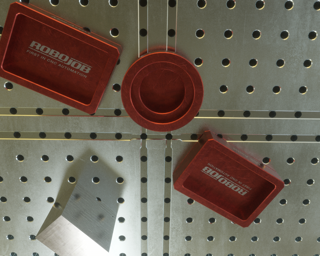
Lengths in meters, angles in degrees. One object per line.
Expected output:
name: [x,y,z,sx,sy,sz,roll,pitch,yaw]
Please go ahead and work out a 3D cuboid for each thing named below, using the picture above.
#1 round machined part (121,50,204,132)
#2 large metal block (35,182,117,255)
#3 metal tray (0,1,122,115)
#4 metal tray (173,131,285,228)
round machined part: [0.003,-0.048,0.387,0.099,0.042,0.097,0,110,0]
large metal block: [-0.112,0.136,0.433,0.050,0.080,0.080,-41,105,14]
metal tray: [-0.123,-0.083,0.378,0.131,0.030,0.089,23,108,-9]
metal tray: [0.095,0.075,0.438,0.130,0.030,0.090,31,107,-11]
